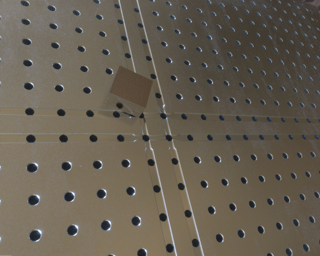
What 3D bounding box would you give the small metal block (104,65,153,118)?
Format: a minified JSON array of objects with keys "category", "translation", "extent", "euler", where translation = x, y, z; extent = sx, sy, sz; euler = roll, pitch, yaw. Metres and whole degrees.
[{"category":"small metal block","translation":[-0.042,-0.049,0.417],"extent":[0.050,0.025,0.050],"euler":[23,53,-15]}]
